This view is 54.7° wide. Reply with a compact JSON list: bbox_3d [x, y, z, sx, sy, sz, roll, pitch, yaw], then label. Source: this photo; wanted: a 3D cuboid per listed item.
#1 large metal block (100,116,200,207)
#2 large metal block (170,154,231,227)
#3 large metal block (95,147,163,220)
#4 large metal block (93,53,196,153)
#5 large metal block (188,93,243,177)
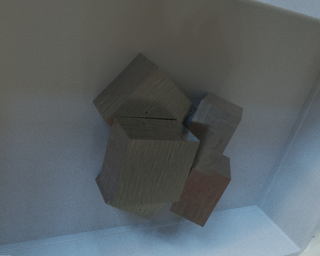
[{"bbox_3d":[-0.013,0.036,0.340,0.081,0.050,0.079,3,116,-29],"label":"large metal block"},{"bbox_3d":[0.060,0.079,0.446,0.050,0.080,0.079,26,108,3],"label":"large metal block"},{"bbox_3d":[-0.025,0.067,0.416,0.080,0.050,0.080,34,99,-39],"label":"large metal block"},{"bbox_3d":[-0.017,-0.026,0.367,0.080,0.050,0.080,-45,130,3],"label":"large metal block"},{"bbox_3d":[0.065,0.005,0.403,0.079,0.050,0.080,-65,171,18],"label":"large metal block"}]
